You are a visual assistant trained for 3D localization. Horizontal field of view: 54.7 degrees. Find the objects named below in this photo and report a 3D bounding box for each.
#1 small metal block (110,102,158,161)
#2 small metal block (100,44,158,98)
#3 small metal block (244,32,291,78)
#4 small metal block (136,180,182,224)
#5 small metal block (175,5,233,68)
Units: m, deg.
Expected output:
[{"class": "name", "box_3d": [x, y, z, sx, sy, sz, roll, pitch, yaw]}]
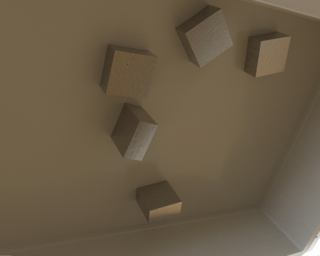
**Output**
[{"class": "small metal block", "box_3d": [-0.033, 0.004, 0.377, 0.025, 0.050, 0.050, 13, 112, -34]}, {"class": "small metal block", "box_3d": [-0.036, -0.063, 0.350, 0.050, 0.025, 0.050, 2, 117, -30]}, {"class": "small metal block", "box_3d": [0.147, -0.101, 0.426, 0.050, 0.025, 0.050, -15, 125, -20]}, {"class": "small metal block", "box_3d": [-0.003, 0.108, 0.458, 0.050, 0.050, 0.025, -10, 123, -23]}, {"class": "small metal block", "box_3d": [0.054, -0.109, 0.370, 0.050, 0.025, 0.050, -36, 129, -4]}]
